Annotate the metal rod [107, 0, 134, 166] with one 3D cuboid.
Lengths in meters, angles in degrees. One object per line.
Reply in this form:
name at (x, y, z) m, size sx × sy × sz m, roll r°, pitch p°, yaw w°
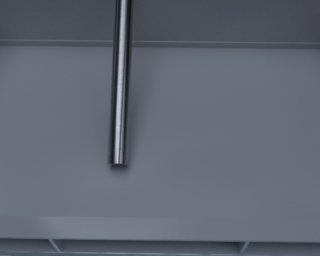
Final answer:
metal rod at (-0.049, -0.101, 0.408) m, size 0.025 × 0.025 × 0.299 m, roll 0°, pitch 76°, yaw 0°
